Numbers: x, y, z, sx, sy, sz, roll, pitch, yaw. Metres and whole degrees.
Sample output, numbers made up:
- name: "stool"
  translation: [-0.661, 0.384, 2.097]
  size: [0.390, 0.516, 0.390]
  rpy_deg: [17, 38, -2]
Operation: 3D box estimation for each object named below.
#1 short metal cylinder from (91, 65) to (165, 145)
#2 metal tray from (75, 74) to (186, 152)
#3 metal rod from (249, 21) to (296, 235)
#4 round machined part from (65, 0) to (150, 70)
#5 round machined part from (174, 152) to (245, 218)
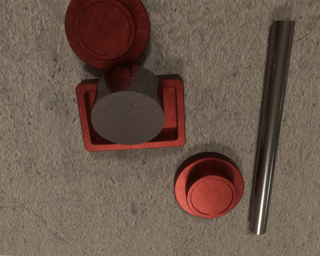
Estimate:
- name: "short metal cylinder"
  translation: [-0.036, -0.026, 0.358]
  size: [0.081, 0.050, 0.079]
  rpy_deg: [-1, 134, -1]
- name: "metal tray"
  translation: [-0.035, -0.019, 0.399]
  size: [0.131, 0.030, 0.089]
  rpy_deg: [-3, 110, 0]
- name: "metal rod"
  translation: [0.147, 0.013, 0.416]
  size: [0.025, 0.025, 0.298]
  rpy_deg: [0, 110, 0]
- name: "round machined part"
  translation: [-0.061, -0.115, 0.358]
  size: [0.099, 0.042, 0.097]
  rpy_deg: [0, 110, -1]
- name: "round machined part"
  translation: [0.069, 0.086, 0.434]
  size: [0.099, 0.042, 0.097]
  rpy_deg: [0, 110, -1]
